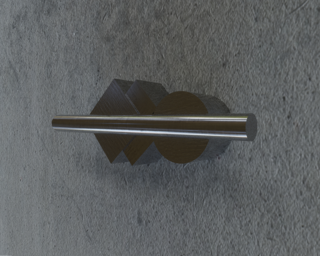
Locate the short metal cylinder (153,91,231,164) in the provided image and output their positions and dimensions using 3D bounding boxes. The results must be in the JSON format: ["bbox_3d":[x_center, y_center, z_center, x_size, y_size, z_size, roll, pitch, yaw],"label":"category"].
[{"bbox_3d":[0.037,-0.001,0.359,0.080,0.050,0.080,0,90,40],"label":"short metal cylinder"}]

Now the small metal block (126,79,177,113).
[{"bbox_3d":[-0.008,-0.033,0.397,0.025,0.050,0.050,-50,61,28],"label":"small metal block"}]

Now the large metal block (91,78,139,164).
[{"bbox_3d":[-0.046,-0.009,0.426,0.080,0.050,0.080,-49,61,28],"label":"large metal block"}]

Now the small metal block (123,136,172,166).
[{"bbox_3d":[-0.011,0.021,0.401,0.050,0.050,0.025,-50,61,28],"label":"small metal block"}]

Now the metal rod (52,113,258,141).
[{"bbox_3d":[-0.035,-0.004,0.367,0.300,0.025,0.025,2,91,40],"label":"metal rod"}]
